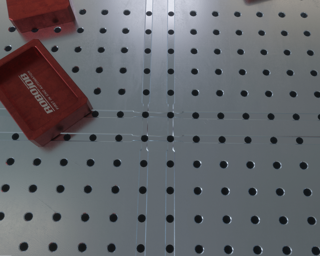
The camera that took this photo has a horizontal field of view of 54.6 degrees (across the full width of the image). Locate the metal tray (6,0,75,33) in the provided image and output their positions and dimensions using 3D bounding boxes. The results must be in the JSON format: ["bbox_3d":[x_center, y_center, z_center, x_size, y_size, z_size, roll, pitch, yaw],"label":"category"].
[{"bbox_3d":[-0.194,-0.220,0.489,0.090,0.030,0.130,-15,71,-6],"label":"metal tray"}]

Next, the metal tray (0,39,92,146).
[{"bbox_3d":[-0.168,-0.051,0.426,0.090,0.030,0.130,-38,74,-13],"label":"metal tray"}]
